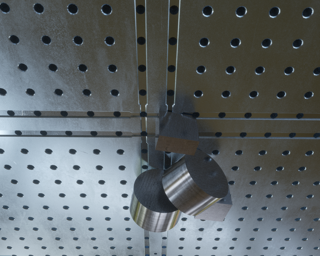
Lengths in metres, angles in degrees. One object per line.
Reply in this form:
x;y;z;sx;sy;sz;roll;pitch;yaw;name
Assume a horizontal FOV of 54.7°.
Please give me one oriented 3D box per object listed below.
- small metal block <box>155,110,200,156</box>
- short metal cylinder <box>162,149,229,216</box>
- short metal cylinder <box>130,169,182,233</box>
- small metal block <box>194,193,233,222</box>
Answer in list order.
0.021;0.006;0.400;0.050;0.050;0.025;9;130;-8;small metal block
0.050;0.077;0.441;0.080;0.080;0.050;30;124;-23;short metal cylinder
-0.003;0.108;0.468;0.081;0.080;0.050;8;130;-7;short metal cylinder
0.088;0.132;0.525;0.050;0.025;0.050;9;130;-8;small metal block
